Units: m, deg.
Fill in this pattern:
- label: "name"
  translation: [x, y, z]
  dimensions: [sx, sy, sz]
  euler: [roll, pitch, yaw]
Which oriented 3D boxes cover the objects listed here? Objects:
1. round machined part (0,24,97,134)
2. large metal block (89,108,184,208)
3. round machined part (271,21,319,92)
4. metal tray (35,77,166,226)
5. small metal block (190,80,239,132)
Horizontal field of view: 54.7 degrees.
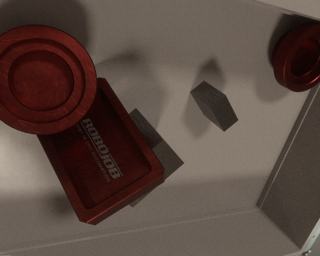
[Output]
- label: "round machined part"
  translation: [-0.112, -0.045, 0.295]
  dimensions: [0.099, 0.042, 0.097]
  euler: [-3, 101, -15]
- label: "large metal block"
  translation: [-0.031, 0.034, 0.378]
  dimensions: [0.080, 0.080, 0.050]
  euler: [-41, 130, -1]
- label: "round machined part"
  translation: [0.202, -0.105, 0.446]
  dimensions: [0.099, 0.042, 0.097]
  euler: [-14, 125, -21]
- label: "metal tray"
  translation: [-0.065, 0.020, 0.320]
  dimensions: [0.090, 0.130, 0.030]
  euler: [-31, 159, -9]
- label: "small metal block"
  translation: [0.073, -0.030, 0.416]
  dimensions: [0.025, 0.050, 0.050]
  euler: [-40, 130, -2]
